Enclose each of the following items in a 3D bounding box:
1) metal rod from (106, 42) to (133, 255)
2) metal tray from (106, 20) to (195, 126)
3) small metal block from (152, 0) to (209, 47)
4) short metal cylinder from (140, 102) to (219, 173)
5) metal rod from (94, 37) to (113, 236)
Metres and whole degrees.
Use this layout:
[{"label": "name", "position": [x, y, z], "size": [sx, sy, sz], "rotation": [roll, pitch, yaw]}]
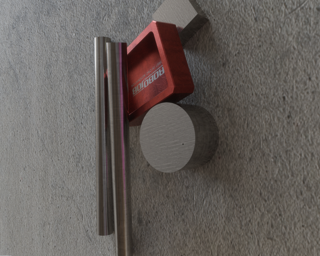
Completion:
[{"label": "metal rod", "position": [-0.052, 0.041, 0.413], "size": [0.025, 0.025, 0.298], "rotation": [11, 108, 39]}, {"label": "metal tray", "position": [-0.019, -0.063, 0.397], "size": [0.130, 0.030, 0.090], "rotation": [-29, 72, 50]}, {"label": "small metal block", "position": [0.024, -0.137, 0.385], "size": [0.050, 0.025, 0.050], "rotation": [-41, 65, 32]}, {"label": "short metal cylinder", "position": [0.022, 0.011, 0.370], "size": [0.080, 0.050, 0.079], "rotation": [0, 90, 40]}, {"label": "metal rod", "position": [-0.086, 0.012, 0.476], "size": [0.025, 0.025, 0.298], "rotation": [-1, 89, 40]}]
